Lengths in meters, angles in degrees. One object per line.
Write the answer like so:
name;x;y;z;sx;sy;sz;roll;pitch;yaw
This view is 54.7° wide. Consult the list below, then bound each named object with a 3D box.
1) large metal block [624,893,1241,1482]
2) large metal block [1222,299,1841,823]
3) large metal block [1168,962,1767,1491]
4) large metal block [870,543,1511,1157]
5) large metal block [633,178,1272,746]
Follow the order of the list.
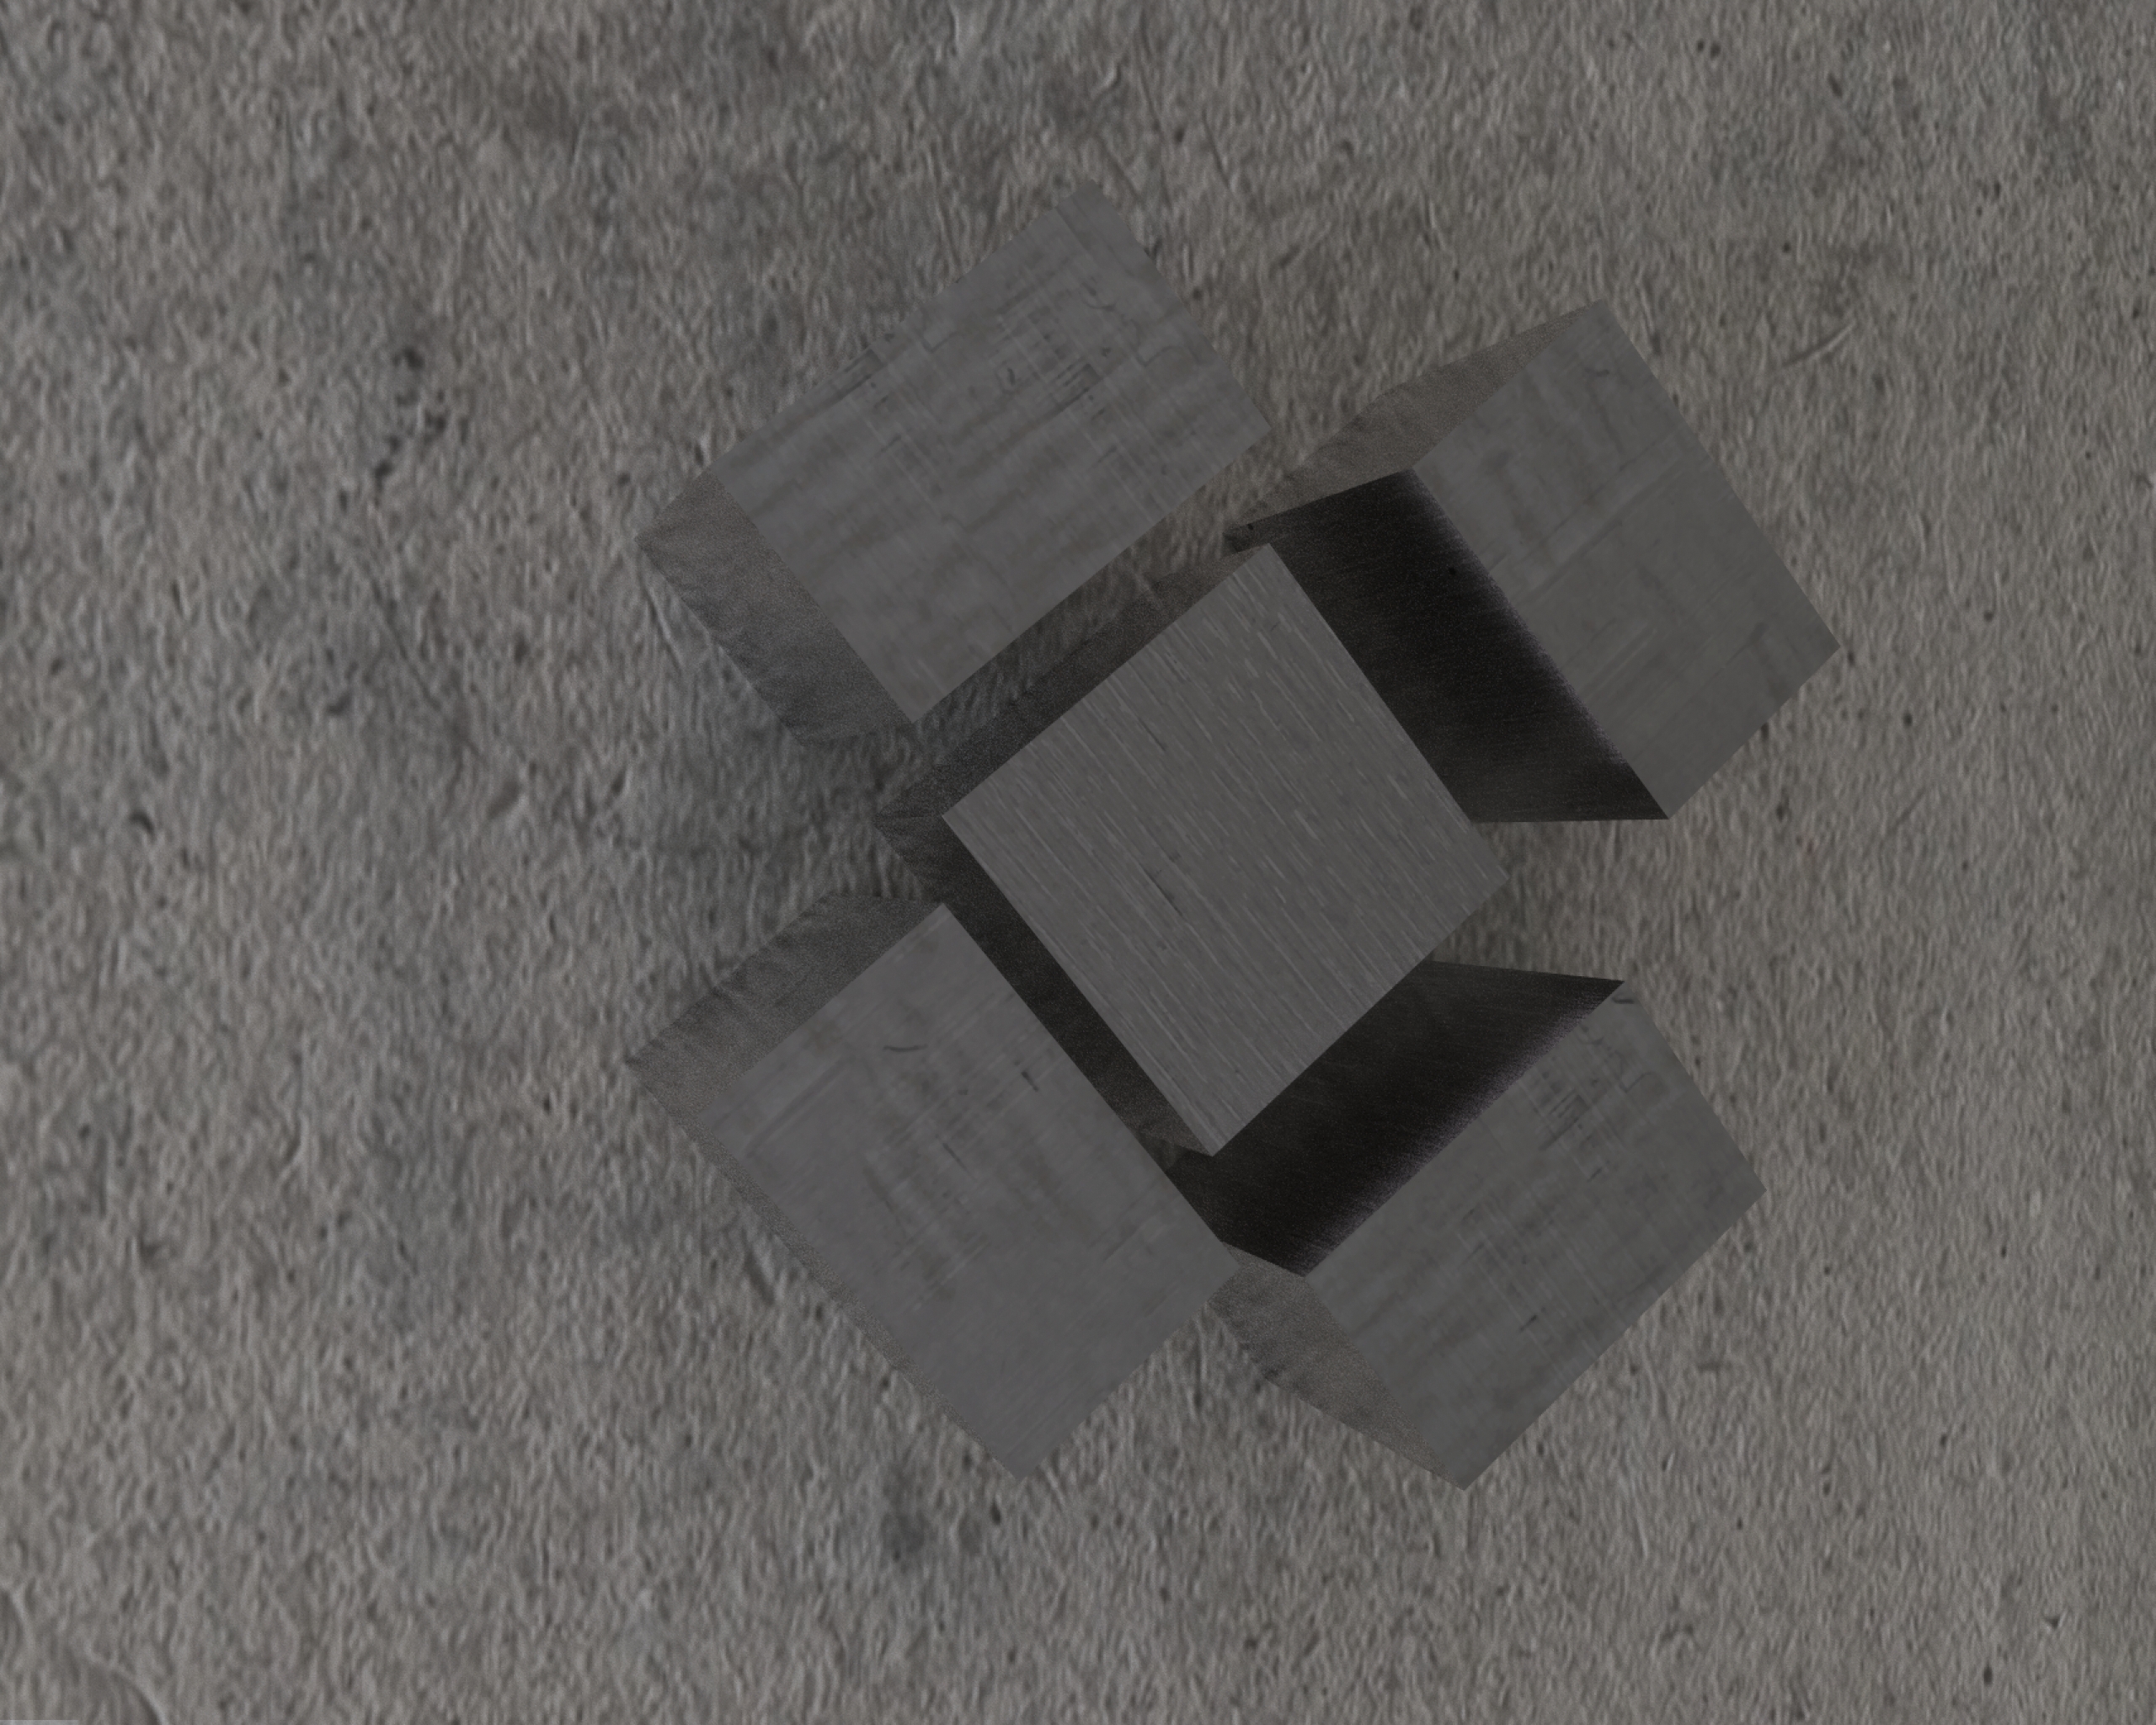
large metal block;-0.029;0.053;0.369;0.050;0.080;0.080;-42;103;-15
large metal block;0.086;-0.054;0.411;0.050;0.080;0.080;-43;104;-15
large metal block;0.069;0.065;0.405;0.080;0.080;0.050;-39;103;-16
large metal block;0.021;-0.003;0.403;0.080;0.050;0.080;-41;103;-15
large metal block;-0.025;-0.067;0.370;0.080;0.080;0.050;-41;103;-15
